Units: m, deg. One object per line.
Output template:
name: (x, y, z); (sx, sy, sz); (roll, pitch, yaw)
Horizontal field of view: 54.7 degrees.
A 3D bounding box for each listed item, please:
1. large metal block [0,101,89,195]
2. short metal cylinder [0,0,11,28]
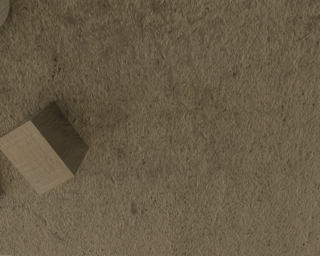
large metal block: (-0.141, 0.022, 0.386); (0.050, 0.080, 0.080); (-29, 108, 10)
short metal cylinder: (-0.204, -0.138, 0.329); (0.081, 0.050, 0.079); (-8, 112, -21)
